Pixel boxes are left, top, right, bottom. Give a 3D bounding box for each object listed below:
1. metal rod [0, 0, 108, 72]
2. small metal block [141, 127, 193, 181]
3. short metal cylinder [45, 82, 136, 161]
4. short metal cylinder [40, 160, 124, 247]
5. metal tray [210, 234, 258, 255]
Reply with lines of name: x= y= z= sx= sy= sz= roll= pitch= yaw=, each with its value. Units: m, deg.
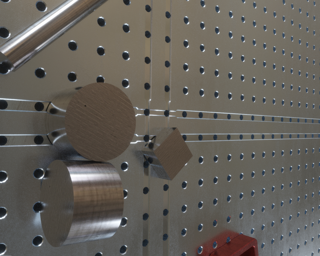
metal rod: x=-0.060 y=-0.165 z=0.358 sx=0.301 sy=0.025 sz=0.025 roll=-51 pitch=120 yaw=-28
small metal block: x=0.011 y=0.034 z=0.418 sx=0.050 sy=0.025 sz=0.050 roll=-45 pitch=117 yaw=-31
short metal cylinder: x=-0.073 y=-0.006 z=0.331 sx=0.081 sy=0.050 sz=0.079 roll=0 pitch=90 yaw=-40
short metal cylinder: x=-0.079 y=0.072 z=0.307 sx=0.050 sy=0.080 sz=0.080 roll=7 pitch=86 yaw=-40
metal tray: x=0.129 y=0.256 z=0.514 sx=0.091 sy=0.030 sz=0.129 roll=-13 pitch=98 yaw=-39
